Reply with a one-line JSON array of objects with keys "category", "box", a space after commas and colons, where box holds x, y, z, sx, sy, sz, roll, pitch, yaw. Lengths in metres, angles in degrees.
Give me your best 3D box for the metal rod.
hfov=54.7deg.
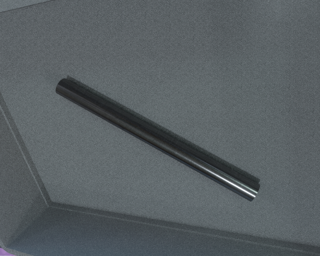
[{"category": "metal rod", "box": [-0.010, 0.011, 0.417, 0.301, 0.025, 0.025, 29, 128, 9]}]
